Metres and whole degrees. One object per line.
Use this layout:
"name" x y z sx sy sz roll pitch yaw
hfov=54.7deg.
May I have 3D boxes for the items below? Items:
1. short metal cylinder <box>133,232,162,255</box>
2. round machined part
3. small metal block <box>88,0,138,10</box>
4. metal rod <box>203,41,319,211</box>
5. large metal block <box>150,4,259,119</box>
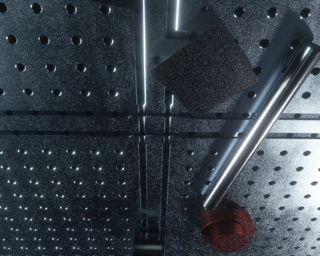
"short metal cylinder" -0.024 0.236 0.576 0.050 0.080 0.079 2 130 -3
"round machined part" 0.124 0.193 0.567 0.099 0.042 0.097 0 130 0
"small metal block" -0.043 -0.133 0.281 0.050 0.050 0.025 9 130 -8
"metal rod" 0.126 0.020 0.430 0.025 0.025 0.298 12 129 -11
"large metal block" 0.046 -0.069 0.337 0.080 0.050 0.080 -32 124 24
